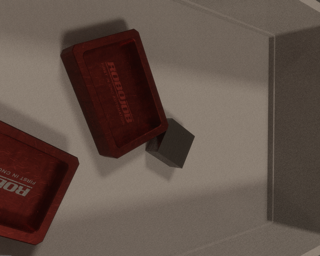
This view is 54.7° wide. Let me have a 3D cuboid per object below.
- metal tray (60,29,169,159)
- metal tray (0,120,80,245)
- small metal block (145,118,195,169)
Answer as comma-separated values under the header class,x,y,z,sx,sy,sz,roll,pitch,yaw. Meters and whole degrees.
class,x,y,z,sx,sy,sz,roll,pitch,yaw
metal tray,-0.048,-0.041,0.364,0.091,0.030,0.129,-30,109,-36
metal tray,-0.150,0.042,0.278,0.130,0.030,0.090,34,69,-35
small metal block,0.015,0.021,0.421,0.050,0.025,0.050,37,67,-34
